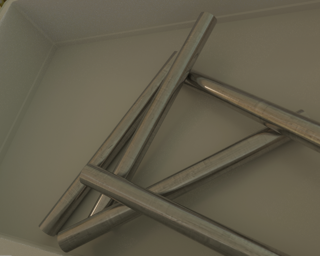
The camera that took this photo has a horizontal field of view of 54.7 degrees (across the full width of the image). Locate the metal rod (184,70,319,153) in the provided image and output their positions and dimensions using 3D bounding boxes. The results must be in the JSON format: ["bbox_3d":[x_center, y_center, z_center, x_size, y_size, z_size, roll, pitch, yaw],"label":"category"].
[{"bbox_3d":[0.110,-0.016,0.325,0.025,0.025,0.300,-48,41,-5],"label":"metal rod"}]

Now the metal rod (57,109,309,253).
[{"bbox_3d":[0.023,0.061,0.342,0.301,0.025,0.025,-28,52,5],"label":"metal rod"}]

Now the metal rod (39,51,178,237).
[{"bbox_3d":[-0.058,0.014,0.427,0.025,0.025,0.300,29,77,37],"label":"metal rod"}]

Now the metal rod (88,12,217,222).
[{"bbox_3d":[-0.006,-0.015,0.393,0.025,0.025,0.299,24,82,36],"label":"metal rod"}]

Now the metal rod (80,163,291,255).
[{"bbox_3d":[0.047,0.098,0.288,0.301,0.025,0.025,20,72,24],"label":"metal rod"}]
